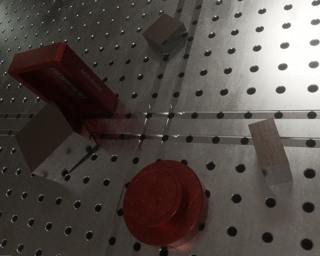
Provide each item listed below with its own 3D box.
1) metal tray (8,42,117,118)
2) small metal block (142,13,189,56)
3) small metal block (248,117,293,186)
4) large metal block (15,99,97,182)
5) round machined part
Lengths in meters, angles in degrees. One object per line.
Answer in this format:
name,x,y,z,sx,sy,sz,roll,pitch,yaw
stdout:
metal tray,-0.135,-0.061,0.447,0.090,0.130,0.030,-6,59,25
small metal block,0.008,-0.150,0.494,0.050,0.025,0.050,-44,51,-3
small metal block,0.113,0.025,0.317,0.025,0.050,0.050,-18,55,18
large metal block,-0.153,0.018,0.453,0.080,0.050,0.080,-44,54,2
round machined part,0.001,0.081,0.347,0.098,0.042,0.098,-13,56,20
